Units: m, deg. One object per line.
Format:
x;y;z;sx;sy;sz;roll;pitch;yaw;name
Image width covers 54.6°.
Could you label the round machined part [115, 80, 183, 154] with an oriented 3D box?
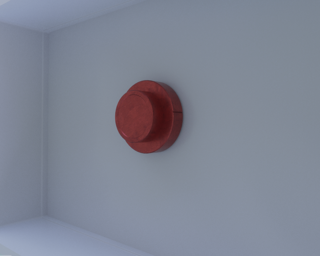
-0.021;-0.015;0.411;0.098;0.042;0.097;0;90;40;round machined part
